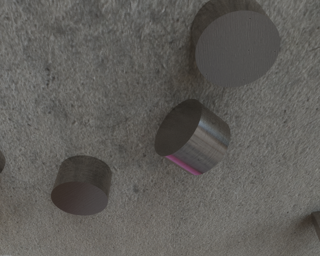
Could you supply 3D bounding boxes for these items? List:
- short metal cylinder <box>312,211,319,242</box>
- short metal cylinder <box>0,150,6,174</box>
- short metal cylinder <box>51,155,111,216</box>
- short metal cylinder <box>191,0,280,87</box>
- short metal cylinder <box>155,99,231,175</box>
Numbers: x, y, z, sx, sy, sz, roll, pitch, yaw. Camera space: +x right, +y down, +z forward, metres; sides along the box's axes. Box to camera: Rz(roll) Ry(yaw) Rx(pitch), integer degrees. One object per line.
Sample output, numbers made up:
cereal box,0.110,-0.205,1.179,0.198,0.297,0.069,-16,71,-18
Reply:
short metal cylinder,0.299,0.179,0.528,0.050,0.080,0.080,-18,128,14
short metal cylinder,-0.253,0.040,0.402,0.080,0.080,0.050,-6,130,5
short metal cylinder,-0.115,0.087,0.463,0.081,0.050,0.079,0,130,0
short metal cylinder,0.074,-0.089,0.316,0.081,0.050,0.079,0,130,0
short metal cylinder,0.039,0.011,0.381,0.050,0.080,0.080,35,122,-26
